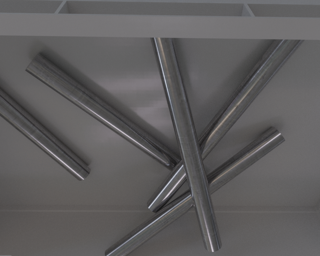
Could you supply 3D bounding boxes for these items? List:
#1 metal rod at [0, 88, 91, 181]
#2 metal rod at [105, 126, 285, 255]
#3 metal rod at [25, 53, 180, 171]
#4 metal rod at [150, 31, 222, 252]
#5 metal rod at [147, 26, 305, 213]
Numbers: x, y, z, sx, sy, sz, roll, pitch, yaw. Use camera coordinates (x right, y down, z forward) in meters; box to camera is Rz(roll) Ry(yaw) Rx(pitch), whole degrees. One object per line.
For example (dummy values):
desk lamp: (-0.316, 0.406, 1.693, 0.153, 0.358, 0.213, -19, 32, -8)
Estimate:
metal rod: (-0.193, -0.028, 0.383, 0.025, 0.025, 0.300, -25, 126, 20)
metal rod: (0.044, 0.099, 0.438, 0.300, 0.025, 0.025, -38, 122, 8)
metal rod: (-0.037, 0.007, 0.414, 0.025, 0.025, 0.301, -37, 121, 27)
metal rod: (0.039, 0.034, 0.384, 0.025, 0.025, 0.298, -12, 113, 9)
metal rod: (0.067, 0.009, 0.395, 0.025, 0.025, 0.298, 24, 120, -19)
